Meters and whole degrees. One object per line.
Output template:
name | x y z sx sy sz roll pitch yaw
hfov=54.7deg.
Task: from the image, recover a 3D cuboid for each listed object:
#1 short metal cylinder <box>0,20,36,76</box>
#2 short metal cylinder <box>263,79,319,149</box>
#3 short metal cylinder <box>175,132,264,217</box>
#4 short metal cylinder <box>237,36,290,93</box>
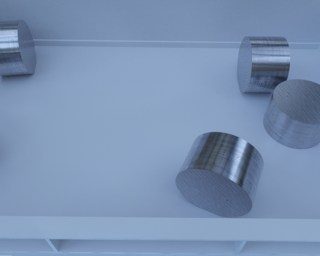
short metal cylinder | -0.226 -0.120 0.467 0.050 0.080 0.080 -6 50 -5
short metal cylinder | 0.183 -0.019 0.407 0.081 0.050 0.080 0 50 0
short metal cylinder | 0.063 0.050 0.328 0.080 0.080 0.050 20 53 15
short metal cylinder | 0.147 -0.091 0.448 0.050 0.080 0.080 0 50 0
